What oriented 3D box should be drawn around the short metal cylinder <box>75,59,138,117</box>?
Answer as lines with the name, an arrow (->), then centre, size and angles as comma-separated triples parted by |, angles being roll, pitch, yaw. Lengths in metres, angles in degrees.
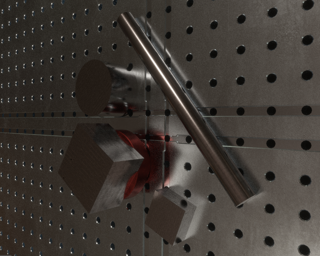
short metal cylinder -> -0.079, -0.057, 0.456 | 0.080, 0.050, 0.079 | 0, 90, 39

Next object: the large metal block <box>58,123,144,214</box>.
large metal block -> -0.079, 0.049, 0.401 | 0.080, 0.050, 0.079 | 41, 114, 32

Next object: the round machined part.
round machined part -> -0.052, 0.051, 0.439 | 0.098, 0.042, 0.097 | 0, 90, 39

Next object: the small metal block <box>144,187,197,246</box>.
small metal block -> 0.013, 0.112, 0.397 | 0.050, 0.025, 0.050 | 28, 107, 36

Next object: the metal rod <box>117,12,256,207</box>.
metal rod -> 0.021, -0.040, 0.390 | 0.025, 0.025, 0.299 | -45, 63, 30
